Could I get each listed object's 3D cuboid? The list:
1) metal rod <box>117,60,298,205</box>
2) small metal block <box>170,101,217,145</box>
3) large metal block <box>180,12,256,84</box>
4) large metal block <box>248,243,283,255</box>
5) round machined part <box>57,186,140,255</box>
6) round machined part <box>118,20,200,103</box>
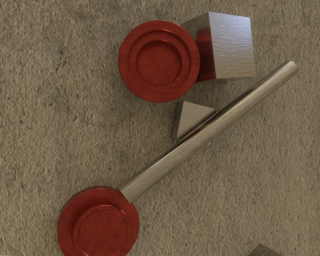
[{"bbox_3d":[0.074,-0.004,0.409,0.301,0.025,0.025,-36,102,-17],"label":"metal rod"},{"bbox_3d":[0.045,-0.006,0.426,0.050,0.025,0.050,12,86,-20],"label":"small metal block"},{"bbox_3d":[0.079,-0.103,0.413,0.081,0.050,0.079,-9,94,-38],"label":"large metal block"},{"bbox_3d":[0.155,0.234,0.453,0.080,0.050,0.080,-36,102,-16],"label":"large metal block"},{"bbox_3d":[-0.072,0.122,0.374,0.099,0.042,0.097,0,90,-20],"label":"round machined part"},{"bbox_3d":[-0.002,-0.081,0.390,0.099,0.042,0.097,0,94,-3],"label":"round machined part"}]
